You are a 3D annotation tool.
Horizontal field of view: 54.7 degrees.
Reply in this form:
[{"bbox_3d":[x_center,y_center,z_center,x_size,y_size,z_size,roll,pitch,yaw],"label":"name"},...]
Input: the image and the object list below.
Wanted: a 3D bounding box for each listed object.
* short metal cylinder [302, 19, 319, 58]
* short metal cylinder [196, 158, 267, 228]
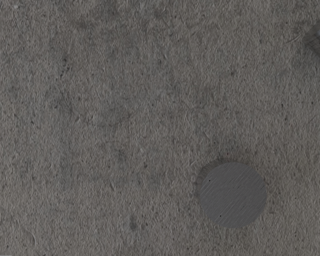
[{"bbox_3d":[0.227,-0.121,0.384,0.050,0.080,0.080,44,90,0],"label":"short metal cylinder"},{"bbox_3d":[0.088,0.081,0.398,0.081,0.050,0.080,0,90,0],"label":"short metal cylinder"}]
